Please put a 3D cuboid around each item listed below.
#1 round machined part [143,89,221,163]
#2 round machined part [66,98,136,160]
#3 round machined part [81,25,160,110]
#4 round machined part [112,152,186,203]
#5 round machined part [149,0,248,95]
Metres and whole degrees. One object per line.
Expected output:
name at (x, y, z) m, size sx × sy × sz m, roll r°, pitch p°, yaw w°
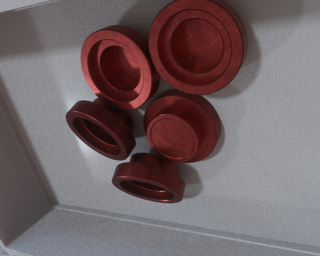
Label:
round machined part at (0.023, 0.004, 0.387) m, size 0.098 × 0.042 × 0.097 m, roll 13°, pitch 124°, yaw 20°
round machined part at (-0.074, -0.003, 0.419) m, size 0.098 × 0.042 × 0.098 m, roll 25°, pitch 150°, yaw 16°
round machined part at (-0.042, -0.074, 0.370) m, size 0.098 × 0.042 × 0.097 m, roll 15°, pitch 126°, yaw 23°
round machined part at (-0.013, 0.067, 0.426) m, size 0.098 × 0.042 × 0.098 m, roll 12°, pitch 153°, yaw 6°
round machined part at (0.041, -0.087, 0.321) m, size 0.098 × 0.042 × 0.097 m, roll 13°, pitch 124°, yaw 20°
